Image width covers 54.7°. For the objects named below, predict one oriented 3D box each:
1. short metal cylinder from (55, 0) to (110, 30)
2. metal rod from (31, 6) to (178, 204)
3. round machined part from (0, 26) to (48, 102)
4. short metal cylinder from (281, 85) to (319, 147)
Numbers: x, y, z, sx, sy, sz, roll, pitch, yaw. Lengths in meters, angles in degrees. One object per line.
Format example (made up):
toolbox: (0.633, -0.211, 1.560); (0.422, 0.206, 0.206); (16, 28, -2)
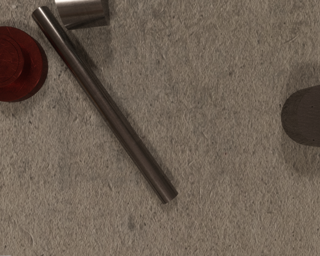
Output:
short metal cylinder: (-0.095, -0.165, 0.381); (0.050, 0.080, 0.080); (-7, 90, 0)
metal rod: (-0.072, -0.029, 0.409); (0.025, 0.025, 0.299); (-35, 90, 0)
round machined part: (-0.201, -0.083, 0.399); (0.099, 0.042, 0.097); (0, 90, -1)
short metal cylinder: (0.207, -0.015, 0.400); (0.081, 0.050, 0.079); (0, 90, -1)
